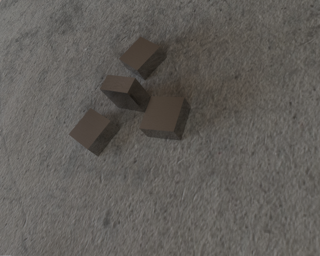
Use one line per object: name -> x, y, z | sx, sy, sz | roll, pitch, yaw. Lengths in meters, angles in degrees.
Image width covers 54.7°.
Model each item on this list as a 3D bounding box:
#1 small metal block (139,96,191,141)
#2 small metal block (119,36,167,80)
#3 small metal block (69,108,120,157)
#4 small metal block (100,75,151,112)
small metal block -> 0.007, -0.013, 0.407 | 0.050, 0.025, 0.050 | 5, 64, 30
small metal block -> -0.027, -0.109, 0.484 | 0.050, 0.025, 0.050 | -48, 52, -6
small metal block -> -0.095, 0.005, 0.449 | 0.050, 0.025, 0.050 | 30, 78, 37
small metal block -> -0.048, -0.049, 0.442 | 0.050, 0.050, 0.025 | 12, 68, 32
